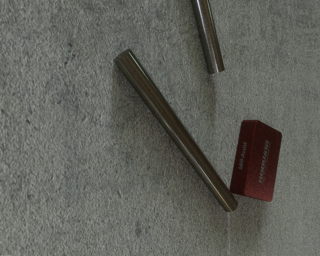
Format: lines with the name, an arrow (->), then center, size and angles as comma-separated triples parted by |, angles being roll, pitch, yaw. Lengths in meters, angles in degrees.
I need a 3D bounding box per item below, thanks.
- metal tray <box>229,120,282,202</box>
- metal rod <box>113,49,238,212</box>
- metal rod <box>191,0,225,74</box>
metal tray -> 0.173, 0.059, 0.550 | 0.091, 0.030, 0.129 | 21, 77, -38
metal rod -> 0.035, 0.020, 0.436 | 0.025, 0.025, 0.300 | -52, 121, -27
metal rod -> 0.048, -0.226, 0.446 | 0.025, 0.025, 0.298 | -27, 107, -37
